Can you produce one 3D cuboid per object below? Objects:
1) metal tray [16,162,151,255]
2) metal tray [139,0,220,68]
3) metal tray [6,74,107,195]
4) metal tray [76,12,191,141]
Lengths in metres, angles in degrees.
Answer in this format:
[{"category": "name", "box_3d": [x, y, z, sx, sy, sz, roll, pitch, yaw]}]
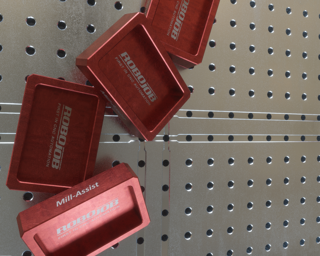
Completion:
[{"category": "metal tray", "box_3d": [-0.081, 0.106, 0.359, 0.131, 0.030, 0.089, -25, 129, -19]}, {"category": "metal tray", "box_3d": [0.028, -0.158, 0.421, 0.091, 0.030, 0.129, 19, 84, -20]}, {"category": "metal tray", "box_3d": [-0.119, 0.010, 0.366, 0.091, 0.030, 0.129, 11, 86, -20]}, {"category": "metal tray", "box_3d": [-0.025, -0.058, 0.373, 0.090, 0.030, 0.130, -49, 126, -18]}]
